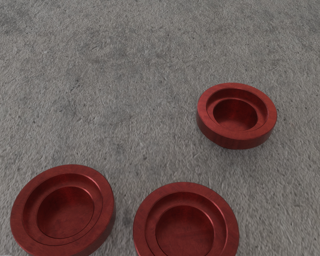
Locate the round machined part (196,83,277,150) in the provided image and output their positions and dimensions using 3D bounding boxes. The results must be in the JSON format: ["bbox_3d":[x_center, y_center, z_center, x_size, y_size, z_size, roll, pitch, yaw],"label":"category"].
[{"bbox_3d":[0.096,-0.011,0.402,0.099,0.042,0.098,0,50,0],"label":"round machined part"}]

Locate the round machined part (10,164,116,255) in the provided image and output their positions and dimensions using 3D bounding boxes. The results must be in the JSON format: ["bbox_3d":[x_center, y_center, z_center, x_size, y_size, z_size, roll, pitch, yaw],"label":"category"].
[{"bbox_3d":[-0.094,0.089,0.316,0.099,0.042,0.098,0,50,0],"label":"round machined part"}]

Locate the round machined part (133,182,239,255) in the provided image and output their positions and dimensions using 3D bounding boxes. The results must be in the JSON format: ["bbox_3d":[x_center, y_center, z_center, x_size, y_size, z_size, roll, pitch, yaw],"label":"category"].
[{"bbox_3d":[0.024,0.106,0.303,0.099,0.042,0.098,0,50,0],"label":"round machined part"}]
